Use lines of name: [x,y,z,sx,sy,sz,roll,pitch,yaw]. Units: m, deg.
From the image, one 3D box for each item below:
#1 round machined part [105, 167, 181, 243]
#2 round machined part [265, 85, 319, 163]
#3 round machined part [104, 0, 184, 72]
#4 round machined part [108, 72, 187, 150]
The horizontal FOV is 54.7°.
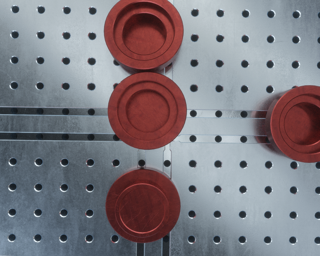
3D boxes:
round machined part: [-0.022,0.102,0.405,0.099,0.042,0.097,0,90,-1]
round machined part: [0.187,-0.005,0.407,0.099,0.042,0.097,0,90,-1]
round machined part: [-0.020,-0.119,0.402,0.099,0.042,0.097,0,85,0]
round machined part: [-0.016,-0.022,0.405,0.099,0.042,0.097,0,90,-1]
